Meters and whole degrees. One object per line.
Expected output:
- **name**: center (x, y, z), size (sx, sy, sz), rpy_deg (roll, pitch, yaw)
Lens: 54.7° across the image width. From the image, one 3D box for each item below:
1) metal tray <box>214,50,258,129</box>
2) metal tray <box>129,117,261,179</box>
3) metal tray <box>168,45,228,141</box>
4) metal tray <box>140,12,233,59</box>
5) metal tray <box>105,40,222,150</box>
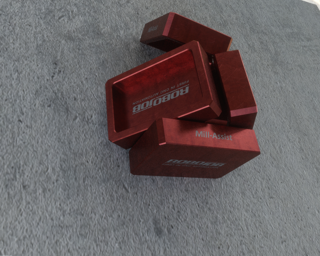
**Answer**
- **metal tray**: center (0.094, -0.028, 0.411), size (0.030, 0.130, 0.090), rpy_deg (-10, 63, 4)
- **metal tray**: center (0.039, 0.029, 0.368), size (0.131, 0.090, 0.030), rpy_deg (7, 59, -25)
- **metal tray**: center (0.039, -0.041, 0.410), size (0.030, 0.090, 0.130), rpy_deg (7, 59, -25)
- **metal tray**: center (0.031, -0.125, 0.441), size (0.091, 0.130, 0.030), rpy_deg (16, 96, -20)
- **metal tray**: center (-0.002, -0.037, 0.366), size (0.030, 0.130, 0.090), rpy_deg (37, 38, -54)
